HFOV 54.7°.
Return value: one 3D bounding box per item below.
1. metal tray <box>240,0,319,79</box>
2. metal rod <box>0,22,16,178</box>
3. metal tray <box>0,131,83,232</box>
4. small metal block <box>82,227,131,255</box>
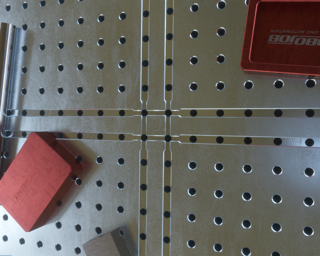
[{"bbox_3d":[0.164,-0.103,0.352,0.130,0.030,0.089,8,93,19],"label":"metal tray"},{"bbox_3d":[-0.263,-0.018,0.503,0.025,0.025,0.298,8,93,19],"label":"metal rod"},{"bbox_3d":[-0.188,0.081,0.475,0.090,0.030,0.130,40,102,15],"label":"metal tray"},{"bbox_3d":[-0.074,0.176,0.437,0.050,0.025,0.050,-28,81,17],"label":"small metal block"}]
